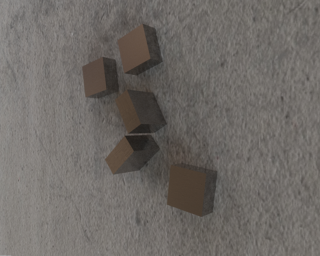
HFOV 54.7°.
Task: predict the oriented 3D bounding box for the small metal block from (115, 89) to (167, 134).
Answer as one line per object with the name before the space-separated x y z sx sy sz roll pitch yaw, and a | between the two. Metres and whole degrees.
small metal block | -0.025 -0.021 0.407 0.025 0.050 0.050 -36 68 34

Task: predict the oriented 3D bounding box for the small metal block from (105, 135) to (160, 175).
small metal block | -0.037 0.035 0.417 0.050 0.050 0.025 -48 62 29

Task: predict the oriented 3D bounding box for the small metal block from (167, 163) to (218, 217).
small metal block | 0.038 0.072 0.372 0.050 0.025 0.050 9 96 39

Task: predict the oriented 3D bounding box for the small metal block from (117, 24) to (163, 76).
small metal block | -0.028 -0.106 0.426 0.050 0.025 0.050 -20 77 38

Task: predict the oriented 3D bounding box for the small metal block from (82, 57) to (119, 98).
small metal block | -0.092 -0.076 0.478 0.050 0.025 0.050 -13 82 39
